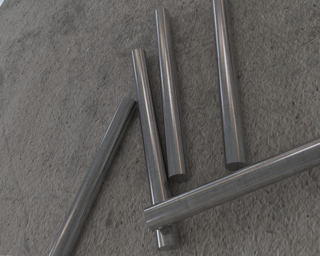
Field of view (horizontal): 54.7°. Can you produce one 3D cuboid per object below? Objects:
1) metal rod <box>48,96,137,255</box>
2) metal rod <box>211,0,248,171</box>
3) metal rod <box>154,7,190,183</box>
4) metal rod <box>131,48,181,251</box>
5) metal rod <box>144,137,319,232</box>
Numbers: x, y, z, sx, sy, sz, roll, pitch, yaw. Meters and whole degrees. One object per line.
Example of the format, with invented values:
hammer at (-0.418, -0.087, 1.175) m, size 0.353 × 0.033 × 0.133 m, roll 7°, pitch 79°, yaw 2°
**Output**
metal rod at (-0.096, 0.091, 0.398) m, size 0.025 × 0.025 × 0.300 m, roll 8°, pitch 66°, yaw 32°
metal rod at (0.087, -0.087, 0.411) m, size 0.025 × 0.025 × 0.299 m, roll -12°, pitch 57°, yaw 22°
metal rod at (0.013, -0.067, 0.438) m, size 0.025 × 0.025 × 0.299 m, roll -17°, pitch 55°, yaw 18°
metal rod at (-0.012, 0.004, 0.407) m, size 0.025 × 0.025 × 0.299 m, roll -21°, pitch 54°, yaw 15°
metal rod at (0.126, 0.034, 0.300) m, size 0.301 × 0.025 × 0.025 m, roll -24°, pitch 53°, yaw 7°
